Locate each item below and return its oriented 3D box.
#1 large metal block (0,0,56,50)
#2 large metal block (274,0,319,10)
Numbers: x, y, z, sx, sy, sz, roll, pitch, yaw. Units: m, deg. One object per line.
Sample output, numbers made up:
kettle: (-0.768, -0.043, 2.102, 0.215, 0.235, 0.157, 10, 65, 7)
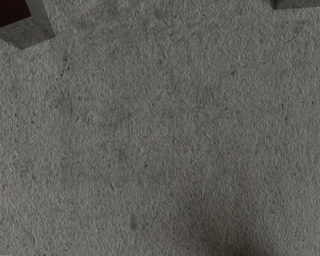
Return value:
large metal block: (-0.179, -0.152, 0.381, 0.050, 0.080, 0.080, -21, 90, 0)
large metal block: (0.193, -0.204, 0.399, 0.080, 0.050, 0.080, -5, 90, 0)
